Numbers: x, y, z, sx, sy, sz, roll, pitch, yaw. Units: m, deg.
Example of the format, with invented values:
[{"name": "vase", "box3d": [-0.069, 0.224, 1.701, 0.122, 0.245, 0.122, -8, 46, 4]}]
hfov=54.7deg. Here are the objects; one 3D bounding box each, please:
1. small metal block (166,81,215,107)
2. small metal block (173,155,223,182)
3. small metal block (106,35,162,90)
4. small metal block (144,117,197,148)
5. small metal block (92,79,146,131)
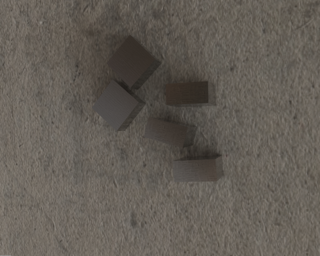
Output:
[{"name": "small metal block", "box3d": [0.039, -0.040, 0.381, 0.050, 0.050, 0.025, -1, 90, 19]}, {"name": "small metal block", "box3d": [0.048, 0.049, 0.378, 0.050, 0.050, 0.025, -5, 89, 19]}, {"name": "small metal block", "box3d": [-0.035, -0.088, 0.420, 0.050, 0.025, 0.050, 46, 104, 14]}, {"name": "small metal block", "box3d": [0.015, 0.005, 0.390, 0.050, 0.050, 0.025, 15, 95, 19]}, {"name": "small metal block", "box3d": [-0.057, -0.031, 0.428, 0.050, 0.025, 0.050, 42, 103, 15]}]
